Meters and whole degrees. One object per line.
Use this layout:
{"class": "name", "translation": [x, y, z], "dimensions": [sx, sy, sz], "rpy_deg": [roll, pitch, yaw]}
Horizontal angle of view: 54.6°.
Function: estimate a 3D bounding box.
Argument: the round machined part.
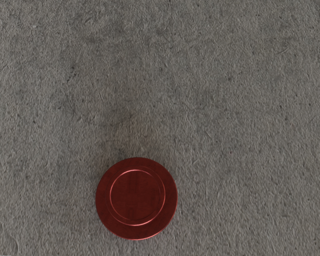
{"class": "round machined part", "translation": [-0.028, 0.082, 0.369], "dimensions": [0.099, 0.042, 0.098], "rpy_deg": [0, 70, 0]}
